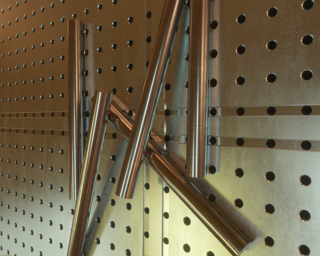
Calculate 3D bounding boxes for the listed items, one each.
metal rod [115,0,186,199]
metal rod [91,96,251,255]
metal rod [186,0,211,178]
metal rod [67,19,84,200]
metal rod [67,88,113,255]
[{"bbox_3d":[-0.008,-0.056,0.393,0.025,0.025,0.298,18,95,38],"label":"metal rod"},{"bbox_3d":[-0.004,0.043,0.410,0.300,0.025,0.025,44,116,31],"label":"metal rod"},{"bbox_3d":[0.047,-0.092,0.369,0.025,0.025,0.298,2,91,39],"label":"metal rod"},{"bbox_3d":[-0.142,-0.031,0.523,0.025,0.025,0.298,-1,89,39],"label":"metal rod"},{"bbox_3d":[-0.112,0.085,0.479,0.025,0.025,0.298,28,113,36],"label":"metal rod"}]
